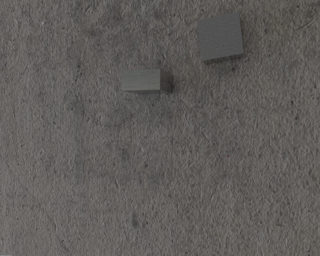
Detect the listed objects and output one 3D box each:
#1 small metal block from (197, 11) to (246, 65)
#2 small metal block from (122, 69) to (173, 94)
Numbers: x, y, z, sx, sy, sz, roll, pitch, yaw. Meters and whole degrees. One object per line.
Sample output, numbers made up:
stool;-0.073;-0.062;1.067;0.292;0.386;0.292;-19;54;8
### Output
small metal block;0.076;-0.109;0.382;0.050;0.025;0.050;-7;88;19
small metal block;-0.015;-0.059;0.401;0.050;0.050;0.025;1;91;20
